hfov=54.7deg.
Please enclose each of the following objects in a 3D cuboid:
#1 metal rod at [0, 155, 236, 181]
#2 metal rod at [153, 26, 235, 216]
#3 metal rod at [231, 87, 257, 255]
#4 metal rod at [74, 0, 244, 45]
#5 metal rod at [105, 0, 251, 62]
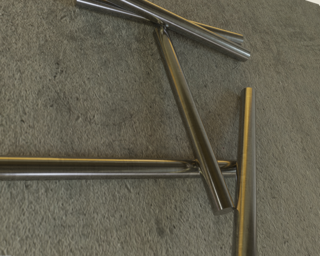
[{"bbox_3d":[-0.020,0.047,0.363,0.302,0.025,0.025,4,60,-26],"label":"metal rod"},{"bbox_3d":[0.036,-0.031,0.420,0.025,0.025,0.299,2,54,-27],"label":"metal rod"},{"bbox_3d":[0.114,0.039,0.408,0.025,0.025,0.301,30,42,-10],"label":"metal rod"},{"bbox_3d":[0.013,-0.177,0.518,0.302,0.025,0.025,6,59,-25],"label":"metal rod"},{"bbox_3d":[0.028,-0.167,0.498,0.302,0.025,0.025,15,56,-28],"label":"metal rod"}]
